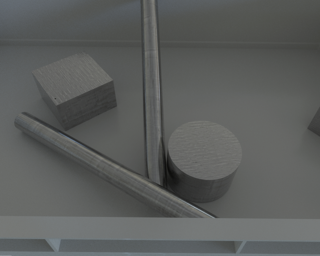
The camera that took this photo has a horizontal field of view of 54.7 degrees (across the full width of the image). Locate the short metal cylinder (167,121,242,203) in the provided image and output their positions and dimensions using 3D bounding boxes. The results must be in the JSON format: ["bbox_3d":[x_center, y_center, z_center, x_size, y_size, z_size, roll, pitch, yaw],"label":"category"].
[{"bbox_3d":[0.048,0.038,0.356,0.081,0.050,0.080,2,50,-2],"label":"short metal cylinder"}]

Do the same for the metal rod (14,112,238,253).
[{"bbox_3d":[-0.059,0.046,0.346,0.300,0.025,0.025,24,54,26],"label":"metal rod"}]

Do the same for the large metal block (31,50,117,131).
[{"bbox_3d":[-0.118,-0.054,0.433,0.081,0.050,0.080,-29,56,-23],"label":"large metal block"}]

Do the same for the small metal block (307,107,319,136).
[{"bbox_3d":[0.227,-0.007,0.398,0.025,0.050,0.050,-34,58,-25],"label":"small metal block"}]

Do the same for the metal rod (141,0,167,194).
[{"bbox_3d":[-0.010,-0.062,0.401,0.025,0.025,0.299,-2,67,-2],"label":"metal rod"}]
